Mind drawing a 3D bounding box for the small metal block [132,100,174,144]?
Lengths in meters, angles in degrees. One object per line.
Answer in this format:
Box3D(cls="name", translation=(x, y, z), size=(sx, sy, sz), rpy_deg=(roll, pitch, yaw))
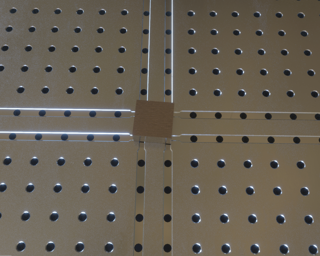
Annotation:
Box3D(cls="small metal block", translation=(-0.008, -0.008, 0.414), size=(0.050, 0.025, 0.050), rpy_deg=(5, 70, 1))
